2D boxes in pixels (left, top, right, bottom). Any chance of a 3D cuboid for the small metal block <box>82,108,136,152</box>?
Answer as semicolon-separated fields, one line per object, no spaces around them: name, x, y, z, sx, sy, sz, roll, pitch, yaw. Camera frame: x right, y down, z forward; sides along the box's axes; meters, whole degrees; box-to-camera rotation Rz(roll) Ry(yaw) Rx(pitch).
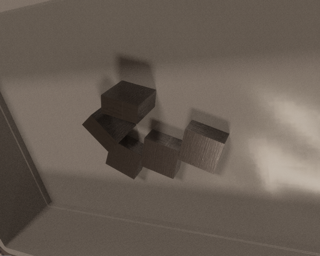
small metal block;-0.068;-0.004;0.424;0.050;0.050;0.025;47;129;-5

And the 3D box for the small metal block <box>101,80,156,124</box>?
small metal block;-0.039;-0.034;0.390;0.050;0.050;0.025;18;125;17

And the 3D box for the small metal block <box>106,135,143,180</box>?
small metal block;-0.048;0.040;0.458;0.050;0.025;0.050;27;128;10

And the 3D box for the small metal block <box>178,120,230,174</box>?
small metal block;0.055;0.024;0.394;0.050;0.025;0.050;22;126;15

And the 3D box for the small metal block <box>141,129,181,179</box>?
small metal block;0.004;0.036;0.427;0.050;0.025;0.050;20;126;15
